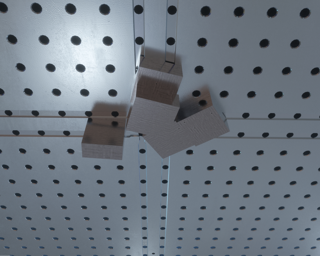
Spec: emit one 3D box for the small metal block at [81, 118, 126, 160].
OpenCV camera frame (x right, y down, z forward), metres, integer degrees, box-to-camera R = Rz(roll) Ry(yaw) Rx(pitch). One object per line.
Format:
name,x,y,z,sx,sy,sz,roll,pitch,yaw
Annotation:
small metal block,-0.072,0.014,0.406,0.050,0.050,0.025,5,130,-4

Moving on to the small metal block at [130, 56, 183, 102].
small metal block,-0.005,-0.052,0.367,0.050,0.025,0.050,11,129,-10

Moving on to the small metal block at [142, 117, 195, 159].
small metal block,0.012,0.009,0.420,0.050,0.025,0.050,-26,126,20

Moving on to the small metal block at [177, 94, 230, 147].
small metal block,0.056,-0.009,0.405,0.050,0.025,0.050,-26,126,20

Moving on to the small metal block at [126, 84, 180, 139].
small metal block,-0.009,-0.018,0.363,0.050,0.025,0.050,13,129,-11
